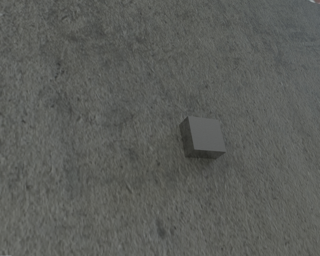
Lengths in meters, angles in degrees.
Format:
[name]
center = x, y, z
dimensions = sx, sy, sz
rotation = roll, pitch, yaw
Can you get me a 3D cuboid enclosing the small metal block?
[small metal block]
center = 0.058, 0.014, 0.426
dimensions = 0.050, 0.025, 0.050
rotation = 6, 59, -25
